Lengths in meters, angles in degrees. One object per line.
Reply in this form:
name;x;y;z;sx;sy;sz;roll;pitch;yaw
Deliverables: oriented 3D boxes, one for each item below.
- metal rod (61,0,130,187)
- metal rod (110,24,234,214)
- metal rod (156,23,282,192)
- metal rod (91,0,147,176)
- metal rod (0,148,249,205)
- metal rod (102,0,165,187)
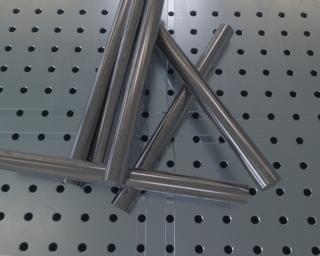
metal rod;-0.079;-0.067;0.435;0.025;0.025;0.299;12;70;4
metal rod;0.025;-0.025;0.420;0.025;0.025;0.300;28;72;10
metal rod;0.050;-0.052;0.399;0.025;0.025;0.299;-26;60;-9
metal rod;-0.053;-0.077;0.429;0.025;0.025;0.299;10;74;4
metal rod;-0.050;0.056;0.363;0.301;0.025;0.025;8;70;2
metal rod;-0.026;-0.073;0.397;0.025;0.025;0.300;9;64;3
